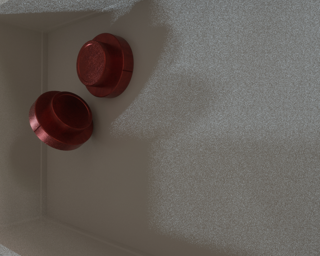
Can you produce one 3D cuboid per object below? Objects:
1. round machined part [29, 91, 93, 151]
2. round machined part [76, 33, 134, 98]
[{"bbox_3d":[-0.145,-0.018,0.479,0.042,0.099,0.098,-36,68,34],"label":"round machined part"},{"bbox_3d":[-0.089,-0.095,0.470,0.098,0.042,0.097,0,90,40],"label":"round machined part"}]
